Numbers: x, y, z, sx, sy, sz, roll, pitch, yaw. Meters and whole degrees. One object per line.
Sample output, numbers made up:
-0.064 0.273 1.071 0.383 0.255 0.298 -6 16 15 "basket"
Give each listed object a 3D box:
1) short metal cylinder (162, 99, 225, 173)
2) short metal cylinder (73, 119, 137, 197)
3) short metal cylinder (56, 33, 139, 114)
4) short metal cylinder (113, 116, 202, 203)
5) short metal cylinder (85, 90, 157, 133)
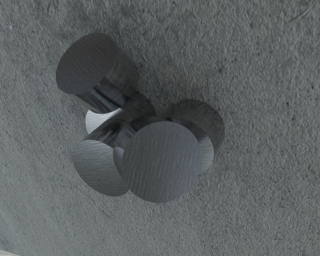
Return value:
0.034 0.011 0.379 0.080 0.050 0.079 13 124 20 "short metal cylinder"
-0.058 0.036 0.378 0.080 0.050 0.079 13 124 20 "short metal cylinder"
-0.073 -0.063 0.362 0.080 0.080 0.050 0 157 28 "short metal cylinder"
-0.004 0.030 0.318 0.080 0.080 0.050 61 169 -16 "short metal cylinder"
-0.051 -0.007 0.412 0.080 0.050 0.079 13 124 20 "short metal cylinder"
